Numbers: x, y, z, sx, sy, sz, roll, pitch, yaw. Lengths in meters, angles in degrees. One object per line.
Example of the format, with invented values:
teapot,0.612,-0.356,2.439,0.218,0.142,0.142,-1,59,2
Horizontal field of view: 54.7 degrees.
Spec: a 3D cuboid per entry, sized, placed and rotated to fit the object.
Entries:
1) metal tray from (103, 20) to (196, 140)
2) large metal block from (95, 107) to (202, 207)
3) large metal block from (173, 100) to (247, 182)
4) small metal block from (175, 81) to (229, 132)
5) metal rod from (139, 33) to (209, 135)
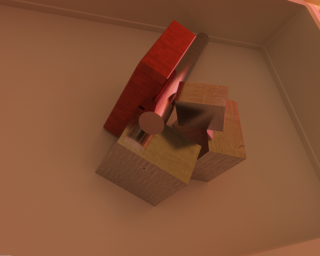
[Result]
metal tray,-0.015,-0.051,0.360,0.030,0.129,0.090,35,52,-5
large metal block,-0.015,0.035,0.342,0.080,0.080,0.050,32,52,-8
large metal block,0.058,0.014,0.394,0.050,0.080,0.080,13,56,-22
small metal block,0.045,-0.022,0.332,0.050,0.050,0.025,8,61,13
metal rod,0.032,-0.079,0.413,0.025,0.025,0.301,36,34,-5
